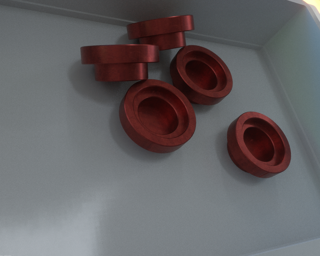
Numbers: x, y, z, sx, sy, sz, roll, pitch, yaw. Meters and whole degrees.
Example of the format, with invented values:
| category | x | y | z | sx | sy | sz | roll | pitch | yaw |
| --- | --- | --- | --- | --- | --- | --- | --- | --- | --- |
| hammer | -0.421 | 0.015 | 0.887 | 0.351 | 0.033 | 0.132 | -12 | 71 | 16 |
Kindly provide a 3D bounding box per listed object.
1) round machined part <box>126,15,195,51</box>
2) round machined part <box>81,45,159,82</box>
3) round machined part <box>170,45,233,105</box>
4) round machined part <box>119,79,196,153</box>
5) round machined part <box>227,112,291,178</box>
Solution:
| category | x | y | z | sx | sy | sz | roll | pitch | yaw |
| --- | --- | --- | --- | --- | --- | --- | --- | --- | --- |
| round machined part | 0.003 | -0.137 | 0.458 | 0.099 | 0.098 | 0.042 | -21 | 110 | -36 |
| round machined part | -0.050 | -0.083 | 0.396 | 0.099 | 0.098 | 0.042 | -10 | 105 | -33 |
| round machined part | 0.059 | -0.076 | 0.474 | 0.099 | 0.042 | 0.098 | 14 | 56 | -21 |
| round machined part | -0.006 | -0.012 | 0.400 | 0.099 | 0.042 | 0.098 | 14 | 56 | -21 |
| round machined part | 0.139 | 0.028 | 0.455 | 0.099 | 0.042 | 0.098 | 14 | 56 | -21 |
